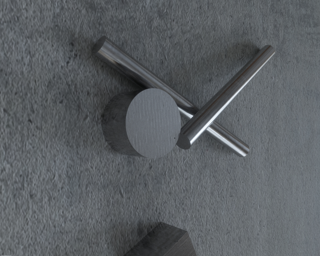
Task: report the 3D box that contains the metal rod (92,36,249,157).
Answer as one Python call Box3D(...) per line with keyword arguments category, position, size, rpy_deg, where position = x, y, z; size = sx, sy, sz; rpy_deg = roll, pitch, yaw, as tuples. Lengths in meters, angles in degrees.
Box3D(category="metal rod", position=(0.035, -0.028, 0.434), size=(0.301, 0.025, 0.025), rpy_deg=(32, 70, -35))

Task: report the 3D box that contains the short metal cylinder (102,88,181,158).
Box3D(category="short metal cylinder", position=(-0.021, -0.005, 0.371), size=(0.081, 0.050, 0.079), rpy_deg=(0, 90, -40))

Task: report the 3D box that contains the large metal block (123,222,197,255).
Box3D(category="large metal block", position=(0.004, 0.182, 0.392), size=(0.081, 0.050, 0.080), rpy_deg=(-33, 110, -35))

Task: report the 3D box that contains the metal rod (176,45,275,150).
Box3D(category="metal rod", position=(0.114, -0.063, 0.477), size=(0.302, 0.025, 0.025), rpy_deg=(-42, 116, -39))
